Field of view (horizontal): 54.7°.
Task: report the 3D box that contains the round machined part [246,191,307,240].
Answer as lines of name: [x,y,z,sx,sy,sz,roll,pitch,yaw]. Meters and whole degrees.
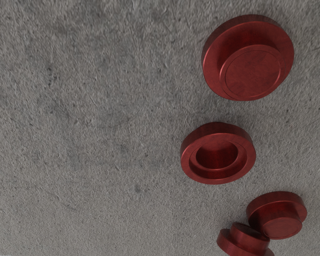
round machined part: [0.201,0.155,0.530,0.099,0.042,0.097,0,130,0]

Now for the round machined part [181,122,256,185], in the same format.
round machined part: [0.077,0.030,0.422,0.099,0.042,0.097,0,130,0]

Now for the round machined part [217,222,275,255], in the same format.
round machined part: [0.153,0.200,0.544,0.099,0.098,0.042,20,92,-16]

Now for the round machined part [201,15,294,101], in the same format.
round machined part: [0.096,-0.068,0.339,0.099,0.042,0.097,0,130,0]
